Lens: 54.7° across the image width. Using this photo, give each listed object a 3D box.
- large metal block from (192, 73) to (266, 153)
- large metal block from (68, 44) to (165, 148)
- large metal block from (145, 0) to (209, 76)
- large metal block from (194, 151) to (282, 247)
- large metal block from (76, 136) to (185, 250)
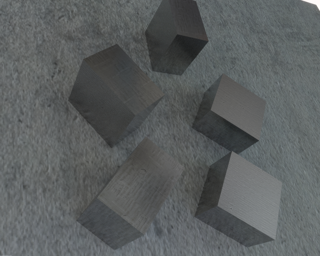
[{"bbox_3d":[0.104,-0.020,0.458,0.080,0.050,0.080,31,52,-9],"label":"large metal block"},{"bbox_3d":[-0.054,-0.035,0.362,0.080,0.080,0.050,47,51,4],"label":"large metal block"},{"bbox_3d":[0.022,-0.138,0.466,0.050,0.080,0.080,4,60,-27],"label":"large metal block"},{"bbox_3d":[0.100,0.090,0.389,0.080,0.050,0.080,32,51,-8],"label":"large metal block"},{"bbox_3d":[-0.030,0.067,0.312,0.050,0.080,0.080,39,51,-2],"label":"large metal block"}]
